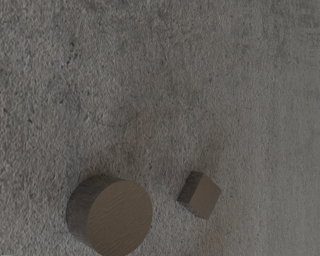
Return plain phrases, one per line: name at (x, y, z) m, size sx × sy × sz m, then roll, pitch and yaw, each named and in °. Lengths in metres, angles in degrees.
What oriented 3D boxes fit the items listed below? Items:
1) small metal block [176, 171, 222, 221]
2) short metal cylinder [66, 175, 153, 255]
small metal block at (0.058, 0.099, 0.454) m, size 0.050 × 0.025 × 0.050 m, roll 45°, pitch 63°, yaw -31°
short metal cylinder at (-0.055, 0.095, 0.342) m, size 0.081 × 0.050 × 0.080 m, roll 0°, pitch 90°, yaw -40°
